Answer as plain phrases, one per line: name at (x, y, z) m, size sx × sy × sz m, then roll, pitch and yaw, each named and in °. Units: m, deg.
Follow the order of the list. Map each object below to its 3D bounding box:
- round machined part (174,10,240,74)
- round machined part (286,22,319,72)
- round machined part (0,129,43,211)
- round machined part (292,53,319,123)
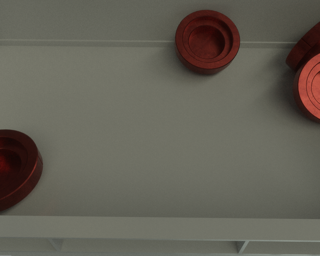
round machined part at (0.071, -0.130, 0.487) m, size 0.099 × 0.042 × 0.098 m, roll 0°, pitch 79°, yaw -2°
round machined part at (0.241, -0.118, 0.460) m, size 0.099 × 0.098 × 0.042 m, roll -29°, pitch 69°, yaw -22°
round machined part at (-0.182, 0.052, 0.349) m, size 0.099 × 0.042 × 0.098 m, roll 0°, pitch 50°, yaw 0°
round machined part at (0.230, -0.053, 0.419) m, size 0.099 × 0.042 × 0.097 m, roll 0°, pitch 86°, yaw 5°
